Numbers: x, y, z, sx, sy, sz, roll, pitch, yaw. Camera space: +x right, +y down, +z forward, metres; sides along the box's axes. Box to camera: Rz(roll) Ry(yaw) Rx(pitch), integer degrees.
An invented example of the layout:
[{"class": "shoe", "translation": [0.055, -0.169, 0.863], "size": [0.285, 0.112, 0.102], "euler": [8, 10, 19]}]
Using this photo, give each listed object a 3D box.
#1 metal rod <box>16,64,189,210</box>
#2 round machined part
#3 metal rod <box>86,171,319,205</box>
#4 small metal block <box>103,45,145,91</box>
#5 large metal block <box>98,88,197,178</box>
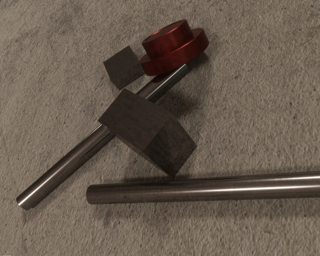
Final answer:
[{"class": "metal rod", "translation": [-0.080, 0.008, 0.439], "size": [0.300, 0.025, 0.025], "euler": [-41, 51, -1]}, {"class": "round machined part", "translation": [0.014, -0.115, 0.428], "size": [0.098, 0.042, 0.098], "euler": [-25, 23, 12]}, {"class": "metal rod", "translation": [0.050, 0.066, 0.335], "size": [0.301, 0.025, 0.025], "euler": [-8, 58, 23]}, {"class": "small metal block", "translation": [-0.057, -0.095, 0.490], "size": [0.050, 0.025, 0.050], "euler": [-32, 52, 7]}, {"class": "large metal block", "translation": [-0.013, 0.007, 0.370], "size": [0.080, 0.080, 0.050], "euler": [30, 79, 37]}]
